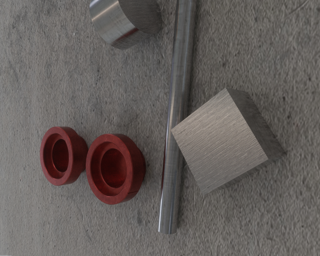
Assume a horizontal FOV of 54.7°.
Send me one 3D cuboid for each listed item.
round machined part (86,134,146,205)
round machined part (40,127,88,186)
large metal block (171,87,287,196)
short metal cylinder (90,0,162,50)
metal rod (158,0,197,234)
[{"bbox_3d":[-0.059,0.057,0.442,0.098,0.042,0.097,0,90,40],"label":"round machined part"},{"bbox_3d":[-0.158,0.046,0.525,0.098,0.042,0.097,0,90,40],"label":"round machined part"},{"bbox_3d":[0.071,0.015,0.331,0.080,0.050,0.080,-39,66,33],"label":"large metal block"},{"bbox_3d":[-0.043,-0.150,0.405,0.050,0.081,0.080,-18,79,39],"label":"short metal cylinder"},{"bbox_3d":[0.021,-0.017,0.387,0.025,0.025,0.298,8,95,39],"label":"metal rod"}]
